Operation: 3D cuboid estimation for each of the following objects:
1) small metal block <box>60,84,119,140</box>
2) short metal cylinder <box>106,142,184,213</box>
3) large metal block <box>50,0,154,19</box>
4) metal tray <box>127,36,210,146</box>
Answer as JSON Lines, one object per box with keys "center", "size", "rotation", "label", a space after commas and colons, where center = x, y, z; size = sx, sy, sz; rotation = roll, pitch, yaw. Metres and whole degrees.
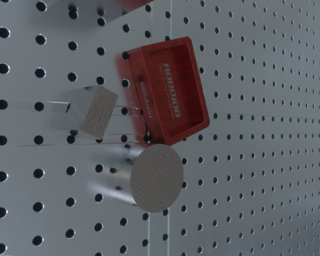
{"center": [-0.076, -0.016, 0.329], "size": [0.025, 0.050, 0.050], "rotation": [30, 72, -36], "label": "small metal block"}
{"center": [-0.017, 0.058, 0.378], "size": [0.081, 0.050, 0.079], "rotation": [0, 90, -40], "label": "short metal cylinder"}
{"center": [-0.061, -0.155, 0.322], "size": [0.081, 0.080, 0.050], "rotation": [-5, 94, -40], "label": "large metal block"}
{"center": [0.016, -0.050, 0.418], "size": [0.091, 0.030, 0.129], "rotation": [-24, 106, -37], "label": "metal tray"}
